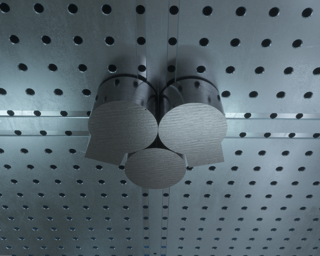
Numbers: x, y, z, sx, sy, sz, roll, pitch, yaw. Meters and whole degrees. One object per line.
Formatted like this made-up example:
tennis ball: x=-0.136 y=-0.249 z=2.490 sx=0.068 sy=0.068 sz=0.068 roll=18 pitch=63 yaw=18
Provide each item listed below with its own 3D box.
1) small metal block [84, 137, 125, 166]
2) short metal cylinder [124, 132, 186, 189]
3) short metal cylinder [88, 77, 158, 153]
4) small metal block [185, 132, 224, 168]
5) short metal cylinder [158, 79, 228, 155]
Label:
small metal block: x=-0.071 y=0.021 z=0.424 sx=0.050 sy=0.025 sz=0.050 roll=16 pitch=128 yaw=-14
short metal cylinder: x=-0.006 y=0.039 z=0.423 sx=0.081 sy=0.050 sz=0.079 roll=0 pitch=130 yaw=0
short metal cylinder: x=-0.043 y=-0.015 z=0.377 sx=0.081 sy=0.050 sz=0.079 roll=0 pitch=130 yaw=0
small metal block: x=0.059 y=0.025 z=0.430 sx=0.050 sy=0.025 sz=0.050 roll=-11 pitch=130 yaw=9
short metal cylinder: x=0.038 y=-0.013 z=0.380 sx=0.081 sy=0.050 sz=0.079 roll=0 pitch=130 yaw=0
